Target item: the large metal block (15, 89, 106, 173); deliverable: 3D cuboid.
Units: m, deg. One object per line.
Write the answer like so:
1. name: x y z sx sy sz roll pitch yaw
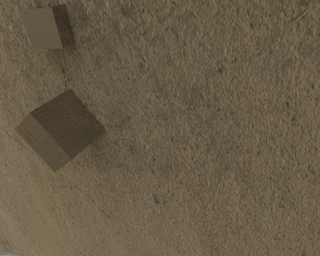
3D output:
1. large metal block: -0.140 0.002 0.444 0.050 0.080 0.080 -33 100 38

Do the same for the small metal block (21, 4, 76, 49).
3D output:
1. small metal block: -0.143 -0.130 0.400 0.050 0.025 0.050 6 121 25
